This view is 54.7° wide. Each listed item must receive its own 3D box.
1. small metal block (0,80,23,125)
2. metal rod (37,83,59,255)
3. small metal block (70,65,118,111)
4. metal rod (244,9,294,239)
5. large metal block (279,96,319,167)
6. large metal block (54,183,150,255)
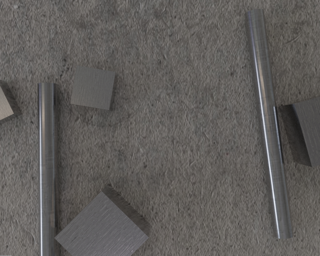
[{"bbox_3d":[-0.220,-0.030,0.408,0.050,0.025,0.050,-26,90,0],"label":"small metal block"},{"bbox_3d":[-0.147,0.091,0.408,0.025,0.025,0.298,-1,90,0],"label":"metal rod"},{"bbox_3d":[-0.086,-0.052,0.409,0.050,0.025,0.050,10,90,0],"label":"small metal block"},{"bbox_3d":[0.144,-0.005,0.411,0.025,0.025,0.298,-8,90,0],"label":"metal rod"},{"bbox_3d":[0.212,-0.002,0.399,0.080,0.050,0.080,-15,90,0],"label":"large metal block"},{"bbox_3d":[-0.070,0.132,0.397,0.080,0.050,0.080,45,90,0],"label":"large metal block"}]
